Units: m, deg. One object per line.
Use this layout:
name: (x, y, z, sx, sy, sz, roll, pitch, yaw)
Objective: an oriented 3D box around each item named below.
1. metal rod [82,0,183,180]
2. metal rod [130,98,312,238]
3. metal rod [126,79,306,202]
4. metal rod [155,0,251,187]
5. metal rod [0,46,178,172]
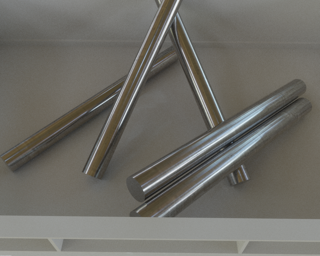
metal rod: (-0.022, -0.079, 0.392, 0.025, 0.025, 0.299, 20, 77, 15)
metal rod: (0.091, 0.024, 0.343, 0.302, 0.025, 0.025, -27, 54, -37)
metal rod: (0.088, -0.002, 0.356, 0.302, 0.025, 0.025, -27, 54, -36)
metal rod: (0.046, -0.070, 0.404, 0.025, 0.025, 0.299, -15, 70, -12)
metal rod: (-0.079, -0.041, 0.438, 0.025, 0.025, 0.302, 36, 59, 26)
